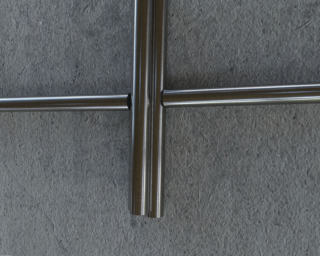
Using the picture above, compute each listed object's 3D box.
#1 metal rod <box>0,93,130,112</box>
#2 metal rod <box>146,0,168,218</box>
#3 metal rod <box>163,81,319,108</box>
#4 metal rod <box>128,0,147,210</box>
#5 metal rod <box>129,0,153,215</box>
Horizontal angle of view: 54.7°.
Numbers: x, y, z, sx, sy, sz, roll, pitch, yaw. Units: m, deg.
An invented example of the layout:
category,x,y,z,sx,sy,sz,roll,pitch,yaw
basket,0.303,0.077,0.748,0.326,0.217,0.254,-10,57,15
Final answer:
category,x,y,z,sx,sy,sz,roll,pitch,yaw
metal rod,-0.182,-0.037,0.472,0.301,0.025,0.025,1,90,19
metal rod,-0.004,-0.033,0.412,0.025,0.025,0.298,1,90,19
metal rod,0.150,-0.040,0.357,0.301,0.025,0.025,0,90,19
metal rod,-0.028,-0.039,0.420,0.025,0.025,0.298,1,90,19
metal rod,-0.024,-0.041,0.396,0.025,0.025,0.298,1,90,19
